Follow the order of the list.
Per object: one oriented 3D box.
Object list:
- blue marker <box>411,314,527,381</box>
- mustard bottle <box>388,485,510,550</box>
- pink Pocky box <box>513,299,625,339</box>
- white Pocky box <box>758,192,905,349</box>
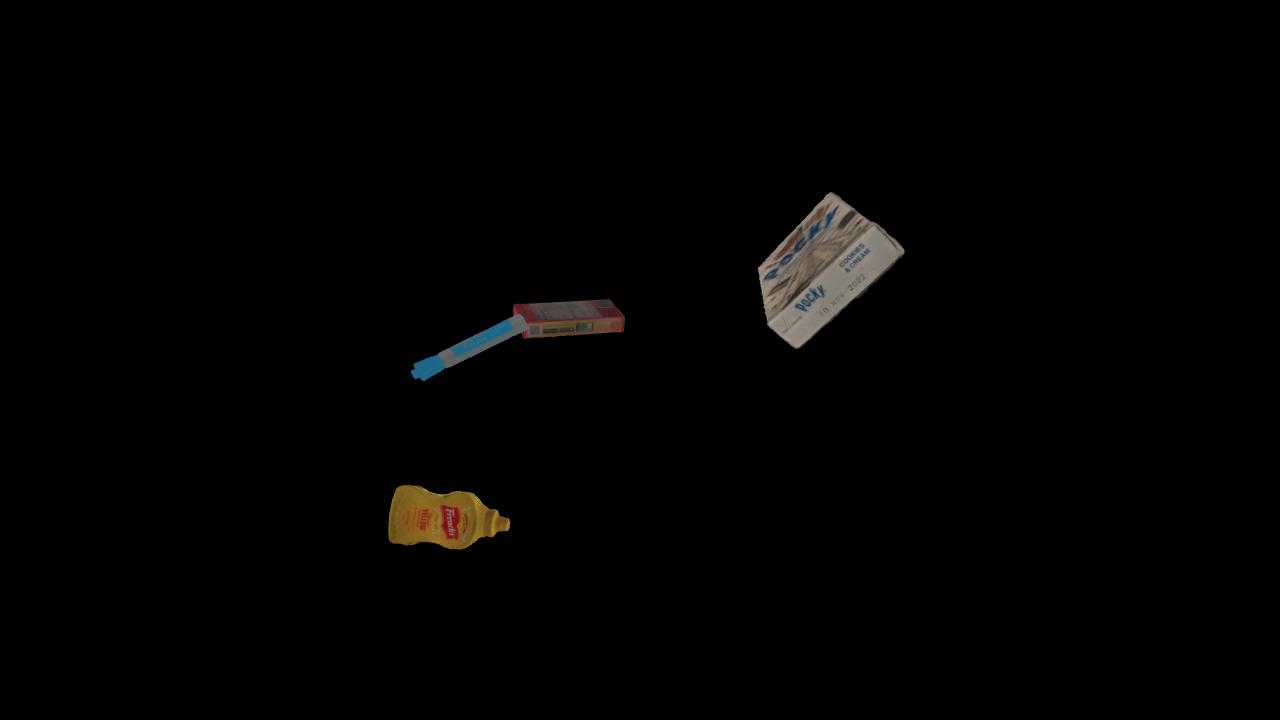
[{"bbox_3d":[-0.167,-0.012,0.605,0.121,0.020,0.020,-30,15,-28],"label":"blue marker"},{"bbox_3d":[-0.296,0.251,0.972,0.184,0.092,0.054,6,-9,1],"label":"mustard bottle"},{"bbox_3d":[-0.109,-0.064,0.932,0.155,0.029,0.084,-5,25,-20],"label":"pink Pocky box"},{"bbox_3d":[0.121,-0.067,0.418,0.028,0.084,0.154,40,21,-8],"label":"white Pocky box"}]
